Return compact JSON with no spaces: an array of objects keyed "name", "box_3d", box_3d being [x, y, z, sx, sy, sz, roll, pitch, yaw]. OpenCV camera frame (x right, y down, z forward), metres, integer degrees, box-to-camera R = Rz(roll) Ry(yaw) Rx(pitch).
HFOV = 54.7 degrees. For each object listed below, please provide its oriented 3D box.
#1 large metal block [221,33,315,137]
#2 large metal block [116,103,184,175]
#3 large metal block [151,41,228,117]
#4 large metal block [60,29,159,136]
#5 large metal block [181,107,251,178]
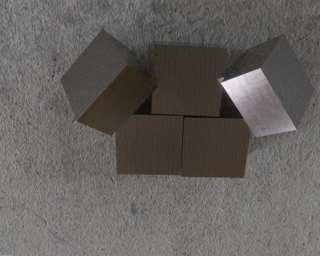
[{"name":"large metal block","box_3d":[0.128,-0.048,0.359,0.050,0.080,0.080,-17,116,49]},{"name":"large metal block","box_3d":[-0.014,0.013,0.402,0.081,0.050,0.079,1,110,-1]},{"name":"large metal block","box_3d":[0.032,-0.061,0.376,0.081,0.050,0.079,3,110,-2]},{"name":"large metal block","box_3d":[-0.061,-0.052,0.354,0.080,0.080,0.050,-45,139,14]},{"name":"large metal block","box_3d":[0.068,0.017,0.403,0.081,0.050,0.079,1,110,-1]}]
